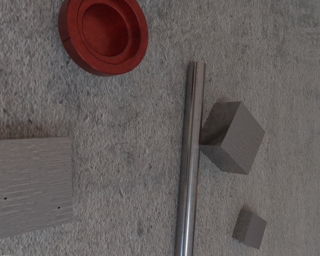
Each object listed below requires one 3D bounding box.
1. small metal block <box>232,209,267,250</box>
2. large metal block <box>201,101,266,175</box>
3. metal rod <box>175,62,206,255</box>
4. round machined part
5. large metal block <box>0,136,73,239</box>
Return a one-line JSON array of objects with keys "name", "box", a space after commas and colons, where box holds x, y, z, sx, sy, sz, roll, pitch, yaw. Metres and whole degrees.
[{"name": "small metal block", "box": [0.155, 0.176, 0.536, 0.050, 0.025, 0.050, 37, 68, -34]}, {"name": "large metal block", "box": [0.111, 0.016, 0.481, 0.080, 0.050, 0.080, 43, 64, -32]}, {"name": "metal rod", "box": [0.043, 0.056, 0.440, 0.025, 0.025, 0.298, 7, 86, -40]}, {"name": "round machined part", "box": [-0.064, -0.105, 0.339, 0.099, 0.042, 0.097, 0, 90, -40]}, {"name": "large metal block", "box": [-0.129, 0.049, 0.281, 0.081, 0.050, 0.079, -2, 91, -40]}]
